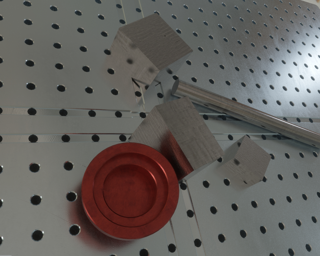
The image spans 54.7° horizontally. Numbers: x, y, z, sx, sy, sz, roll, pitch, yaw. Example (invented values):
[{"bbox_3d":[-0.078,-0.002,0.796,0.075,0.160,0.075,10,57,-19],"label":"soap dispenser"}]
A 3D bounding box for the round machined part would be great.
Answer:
[{"bbox_3d":[-0.033,0.068,0.329,0.099,0.042,0.098,5,66,-12],"label":"round machined part"}]

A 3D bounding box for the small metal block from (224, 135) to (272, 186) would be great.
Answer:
[{"bbox_3d":[0.128,0.047,0.448,0.050,0.025,0.050,40,51,-2],"label":"small metal block"}]

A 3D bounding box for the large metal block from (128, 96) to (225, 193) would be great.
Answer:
[{"bbox_3d":[0.016,0.022,0.367,0.050,0.080,0.080,-20,73,-37],"label":"large metal block"}]

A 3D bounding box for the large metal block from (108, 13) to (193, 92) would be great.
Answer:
[{"bbox_3d":[-0.013,-0.112,0.453,0.080,0.050,0.080,47,51,5],"label":"large metal block"}]

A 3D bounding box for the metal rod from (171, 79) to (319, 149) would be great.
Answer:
[{"bbox_3d":[0.159,-0.016,0.503,0.302,0.025,0.025,18,55,-18],"label":"metal rod"}]
